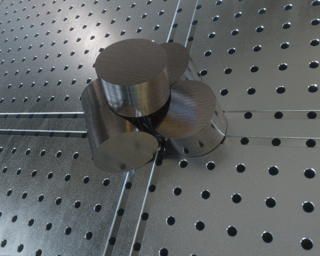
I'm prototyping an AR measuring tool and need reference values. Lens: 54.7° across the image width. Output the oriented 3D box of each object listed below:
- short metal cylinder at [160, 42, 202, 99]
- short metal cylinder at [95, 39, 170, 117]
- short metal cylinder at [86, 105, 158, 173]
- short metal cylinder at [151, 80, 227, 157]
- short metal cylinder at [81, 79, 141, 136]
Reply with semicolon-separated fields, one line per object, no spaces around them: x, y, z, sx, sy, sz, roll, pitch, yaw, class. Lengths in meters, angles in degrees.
0.011;-0.071;0.427;0.080;0.050;0.080;-13;56;20;short metal cylinder
-0.030;-0.059;0.360;0.080;0.050;0.080;-2;51;3;short metal cylinder
-0.048;0.013;0.389;0.080;0.080;0.050;-30;52;9;short metal cylinder
0.036;-0.011;0.378;0.080;0.050;0.080;-13;56;20;short metal cylinder
-0.062;-0.025;0.419;0.080;0.080;0.050;-30;52;9;short metal cylinder
